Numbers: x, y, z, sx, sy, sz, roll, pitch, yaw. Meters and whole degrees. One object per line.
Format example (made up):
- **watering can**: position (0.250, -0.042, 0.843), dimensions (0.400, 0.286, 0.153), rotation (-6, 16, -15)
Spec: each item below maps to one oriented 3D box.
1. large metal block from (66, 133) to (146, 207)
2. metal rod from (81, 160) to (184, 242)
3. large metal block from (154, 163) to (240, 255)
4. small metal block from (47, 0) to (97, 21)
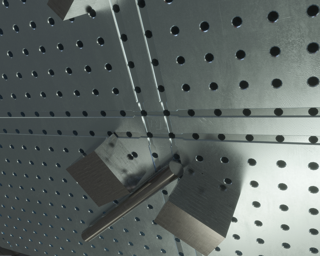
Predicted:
- **large metal block**: position (-0.084, 0.067, 0.481), dimensions (0.080, 0.050, 0.080), rotation (-31, 101, 38)
- **metal rod**: position (-0.061, 0.136, 0.527), dimensions (0.025, 0.025, 0.299), rotation (44, 129, -3)
- **large metal block**: position (0.051, 0.107, 0.415), dimensions (0.080, 0.080, 0.050), rotation (32, 129, 7)
- **small metal block**: position (-0.092, -0.153, 0.349), dimensions (0.025, 0.050, 0.050), rotation (46, 129, -4)
